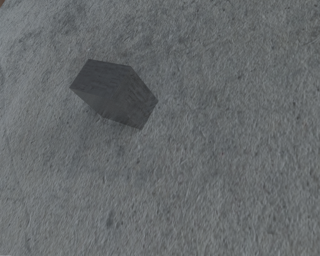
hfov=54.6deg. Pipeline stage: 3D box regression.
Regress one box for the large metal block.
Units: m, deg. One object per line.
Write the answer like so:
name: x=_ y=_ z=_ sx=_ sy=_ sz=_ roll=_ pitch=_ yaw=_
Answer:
large metal block: x=-0.062 y=-0.046 z=0.431 sx=0.080 sy=0.080 sz=0.050 roll=17 pitch=71 yaw=35
